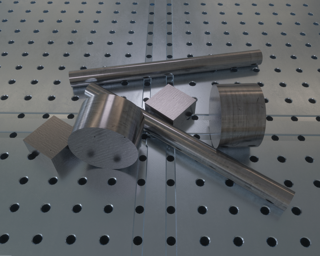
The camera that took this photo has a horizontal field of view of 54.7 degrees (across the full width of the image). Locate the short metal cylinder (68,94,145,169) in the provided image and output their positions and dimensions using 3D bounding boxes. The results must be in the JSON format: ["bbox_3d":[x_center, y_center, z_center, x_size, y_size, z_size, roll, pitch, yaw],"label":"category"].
[{"bbox_3d":[-0.061,0.006,0.366,0.080,0.080,0.050,5,51,4],"label":"short metal cylinder"}]

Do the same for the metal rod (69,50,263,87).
[{"bbox_3d":[0.013,-0.095,0.486,0.302,0.025,0.025,-8,51,-7],"label":"metal rod"}]

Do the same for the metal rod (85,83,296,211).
[{"bbox_3d":[0.021,0.013,0.396,0.300,0.025,0.025,29,56,22],"label":"metal rod"}]

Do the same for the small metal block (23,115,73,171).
[{"bbox_3d":[-0.133,0.018,0.391,0.050,0.025,0.050,28,55,21],"label":"small metal block"}]

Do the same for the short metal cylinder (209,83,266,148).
[{"bbox_3d":[0.093,-0.015,0.385,0.050,0.080,0.080,-2,50,-1],"label":"short metal cylinder"}]

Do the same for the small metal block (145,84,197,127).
[{"bbox_3d":[0.015,-0.029,0.432,0.050,0.025,0.050,34,57,25],"label":"small metal block"}]
